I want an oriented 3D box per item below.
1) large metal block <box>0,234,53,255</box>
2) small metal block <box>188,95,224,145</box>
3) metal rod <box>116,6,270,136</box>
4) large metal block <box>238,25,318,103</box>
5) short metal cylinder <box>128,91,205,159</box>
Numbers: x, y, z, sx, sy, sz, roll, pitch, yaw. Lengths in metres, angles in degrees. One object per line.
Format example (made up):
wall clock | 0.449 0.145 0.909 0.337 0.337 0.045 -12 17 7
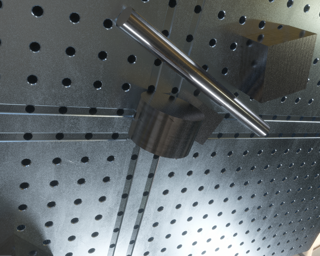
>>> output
large metal block | -0.197 0.201 0.412 0.080 0.050 0.080 -37 130 -4
small metal block | 0.054 -0.010 0.436 0.050 0.025 0.050 29 102 -38
metal rod | 0.065 -0.056 0.413 0.301 0.025 0.025 30 102 -38
large metal block | 0.160 -0.090 0.430 0.081 0.050 0.079 -18 126 -19
short metal cylinder | 0.007 -0.005 0.378 0.081 0.080 0.050 7 115 -32
